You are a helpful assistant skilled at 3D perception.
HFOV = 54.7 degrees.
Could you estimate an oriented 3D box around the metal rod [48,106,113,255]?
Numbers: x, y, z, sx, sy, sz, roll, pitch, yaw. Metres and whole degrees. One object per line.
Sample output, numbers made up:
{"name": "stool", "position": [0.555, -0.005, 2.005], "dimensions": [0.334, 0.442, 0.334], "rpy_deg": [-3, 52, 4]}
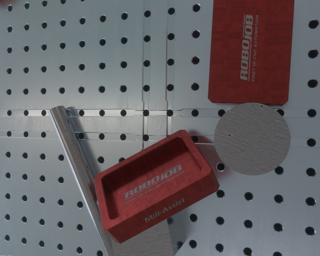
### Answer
{"name": "metal rod", "position": [-0.095, 0.106, 0.445], "dimensions": [0.025, 0.025, 0.299], "rpy_deg": [-27, 81, 18]}

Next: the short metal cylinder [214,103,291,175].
{"name": "short metal cylinder", "position": [0.108, 0.012, 0.361], "dimensions": [0.080, 0.050, 0.079], "rpy_deg": [0, 90, 20]}

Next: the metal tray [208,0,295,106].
{"name": "metal tray", "position": [0.108, -0.093, 0.372], "dimensions": [0.090, 0.030, 0.129], "rpy_deg": [4, 91, 19]}

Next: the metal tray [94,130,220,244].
{"name": "metal tray", "position": [-0.008, 0.064, 0.364], "dimensions": [0.130, 0.030, 0.090], "rpy_deg": [-28, 37, -1]}

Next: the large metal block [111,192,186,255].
{"name": "large metal block", "position": [-0.020, 0.121, 0.406], "dimensions": [0.080, 0.050, 0.080], "rpy_deg": [-13, 86, 19]}
